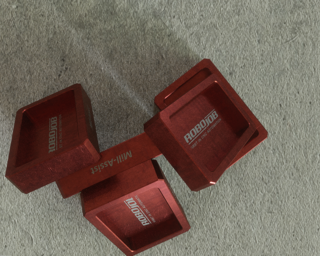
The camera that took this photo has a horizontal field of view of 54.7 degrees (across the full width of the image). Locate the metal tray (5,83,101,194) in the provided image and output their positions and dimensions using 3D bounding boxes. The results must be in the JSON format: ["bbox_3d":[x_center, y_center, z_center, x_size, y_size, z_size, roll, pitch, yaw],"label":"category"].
[{"bbox_3d":[-0.124,0.005,0.362,0.090,0.130,0.030,-24,129,-1],"label":"metal tray"}]

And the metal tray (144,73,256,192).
[{"bbox_3d":[0.052,-0.001,0.356,0.090,0.030,0.131,52,45,-1],"label":"metal tray"}]

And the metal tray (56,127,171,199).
[{"bbox_3d":[-0.052,0.037,0.378,0.131,0.090,0.030,-25,90,0],"label":"metal tray"}]

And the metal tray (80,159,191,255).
[{"bbox_3d":[-0.023,0.100,0.367,0.090,0.030,0.130,-25,135,0],"label":"metal tray"}]

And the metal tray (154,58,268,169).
[{"bbox_3d":[0.065,-0.014,0.409,0.090,0.030,0.130,-38,91,-1],"label":"metal tray"}]
